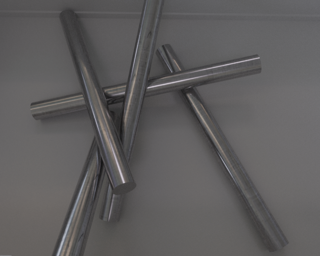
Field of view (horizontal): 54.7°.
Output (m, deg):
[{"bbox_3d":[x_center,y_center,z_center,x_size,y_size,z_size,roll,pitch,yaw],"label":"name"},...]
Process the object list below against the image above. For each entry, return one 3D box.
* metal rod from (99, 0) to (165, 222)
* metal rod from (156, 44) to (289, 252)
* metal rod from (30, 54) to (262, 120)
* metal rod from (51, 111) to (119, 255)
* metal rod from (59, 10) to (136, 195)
[{"bbox_3d":[-0.032,-0.037,0.381,0.025,0.025,0.298,11,86,4],"label":"metal rod"},{"bbox_3d":[0.072,0.012,0.405,0.025,0.025,0.299,-25,72,-9],"label":"metal rod"},{"bbox_3d":[-0.021,-0.053,0.408,0.302,0.025,0.025,-12,70,3],"label":"metal rod"},{"bbox_3d":[-0.074,0.077,0.296,0.025,0.025,0.300,3,37,1],"label":"metal rod"},{"bbox_3d":[-0.088,-0.054,0.391,0.025,0.025,0.299,-20,57,-7],"label":"metal rod"}]
